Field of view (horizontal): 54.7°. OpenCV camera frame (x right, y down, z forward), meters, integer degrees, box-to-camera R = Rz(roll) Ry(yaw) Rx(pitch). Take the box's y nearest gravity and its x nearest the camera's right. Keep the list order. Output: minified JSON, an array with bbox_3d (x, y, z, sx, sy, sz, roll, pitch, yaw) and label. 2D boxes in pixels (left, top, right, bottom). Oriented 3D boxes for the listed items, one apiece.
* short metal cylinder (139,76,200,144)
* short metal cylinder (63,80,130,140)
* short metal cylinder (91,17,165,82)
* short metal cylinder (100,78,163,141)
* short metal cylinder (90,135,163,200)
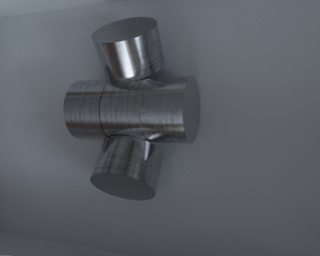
[{"bbox_3d":[0.015,-0.022,0.374,0.050,0.080,0.080,1,91,20],"label":"short metal cylinder"},{"bbox_3d":[-0.081,-0.023,0.408,0.050,0.080,0.080,1,91,20],"label":"short metal cylinder"},{"bbox_3d":[-0.038,-0.099,0.385,0.080,0.080,0.050,2,129,20],"label":"short metal cylinder"},{"bbox_3d":[-0.033,-0.023,0.391,0.050,0.080,0.080,1,91,20],"label":"short metal cylinder"},{"bbox_3d":[-0.040,0.051,0.386,0.080,0.080,0.050,0,56,20],"label":"short metal cylinder"}]
